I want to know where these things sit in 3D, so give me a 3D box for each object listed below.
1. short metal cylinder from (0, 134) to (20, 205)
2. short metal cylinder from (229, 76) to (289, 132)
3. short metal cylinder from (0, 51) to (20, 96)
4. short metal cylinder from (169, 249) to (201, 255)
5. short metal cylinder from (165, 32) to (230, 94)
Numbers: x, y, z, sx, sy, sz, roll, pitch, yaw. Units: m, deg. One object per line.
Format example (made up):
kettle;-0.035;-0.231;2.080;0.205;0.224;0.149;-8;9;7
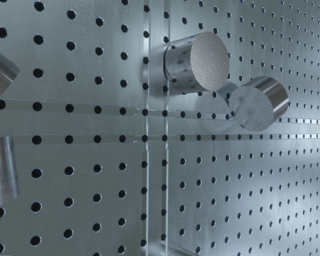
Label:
short metal cylinder;-0.157;0.035;0.243;0.081;0.080;0.050;-9;96;-40
short metal cylinder;0.163;-0.040;0.513;0.050;0.080;0.080;-30;109;-36
short metal cylinder;-0.159;-0.036;0.241;0.050;0.080;0.080;47;62;-31
short metal cylinder;0.042;0.217;0.431;0.081;0.050;0.079;0;90;-40
short metal cylinder;0.053;-0.091;0.440;0.081;0.050;0.079;0;90;-40
